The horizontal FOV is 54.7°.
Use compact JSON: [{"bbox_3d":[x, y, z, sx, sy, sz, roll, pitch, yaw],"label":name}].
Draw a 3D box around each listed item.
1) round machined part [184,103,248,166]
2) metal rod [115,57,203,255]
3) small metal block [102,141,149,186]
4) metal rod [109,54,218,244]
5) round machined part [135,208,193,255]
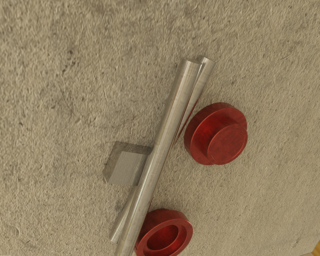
[{"bbox_3d":[0.088,0.015,0.454,0.099,0.042,0.097,-14,124,-21],"label":"round machined part"},{"bbox_3d":[-0.009,0.055,0.403,0.025,0.025,0.298,6,115,-31],"label":"metal rod"},{"bbox_3d":[-0.042,0.048,0.414,0.050,0.025,0.050,12,112,-34],"label":"small metal block"},{"bbox_3d":[-0.003,0.041,0.430,0.025,0.025,0.298,14,111,-34],"label":"metal rod"},{"bbox_3d":[0.000,0.170,0.502,0.099,0.042,0.097,-14,124,-21],"label":"round machined part"}]
